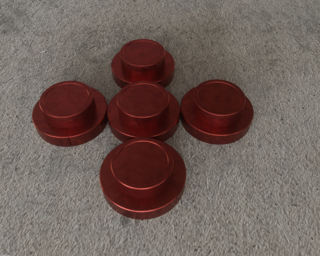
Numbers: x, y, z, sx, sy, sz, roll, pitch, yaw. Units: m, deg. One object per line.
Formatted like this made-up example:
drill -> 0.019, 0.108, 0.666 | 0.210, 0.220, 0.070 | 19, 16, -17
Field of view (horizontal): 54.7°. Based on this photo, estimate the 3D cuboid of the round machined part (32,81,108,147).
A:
round machined part -> -0.120, -0.026, 0.414 | 0.099, 0.042, 0.098 | 0, 50, 0

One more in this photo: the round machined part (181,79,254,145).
round machined part -> 0.077, -0.028, 0.419 | 0.099, 0.042, 0.098 | 0, 50, 0

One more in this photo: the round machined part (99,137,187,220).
round machined part -> -0.019, 0.049, 0.352 | 0.099, 0.042, 0.098 | 0, 50, 0

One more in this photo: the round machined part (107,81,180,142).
round machined part -> -0.022, -0.026, 0.415 | 0.099, 0.042, 0.098 | 0, 50, 0

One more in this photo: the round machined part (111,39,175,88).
round machined part -> -0.026, -0.101, 0.478 | 0.099, 0.042, 0.098 | 0, 50, 0
